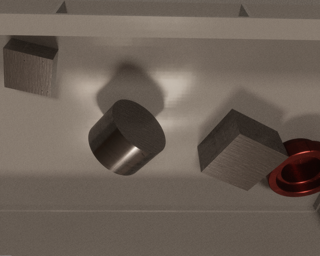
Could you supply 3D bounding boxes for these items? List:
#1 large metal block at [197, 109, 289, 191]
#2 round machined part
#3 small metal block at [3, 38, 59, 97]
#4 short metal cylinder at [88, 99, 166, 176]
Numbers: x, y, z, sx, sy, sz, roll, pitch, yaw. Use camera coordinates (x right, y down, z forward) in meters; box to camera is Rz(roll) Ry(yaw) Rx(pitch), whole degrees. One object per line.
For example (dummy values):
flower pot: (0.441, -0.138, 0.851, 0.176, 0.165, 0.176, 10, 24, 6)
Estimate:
large metal block: (0.109, 0.032, 0.422, 0.080, 0.050, 0.080, 24, 126, -20)
round machined part: (0.201, 0.053, 0.446, 0.099, 0.042, 0.097, -1, 130, 0)
small metal block: (-0.145, -0.067, 0.350, 0.050, 0.025, 0.050, 12, 129, -11)
short metal cylinder: (-0.040, 0.011, 0.382, 0.080, 0.080, 0.050, 33, 123, -25)
